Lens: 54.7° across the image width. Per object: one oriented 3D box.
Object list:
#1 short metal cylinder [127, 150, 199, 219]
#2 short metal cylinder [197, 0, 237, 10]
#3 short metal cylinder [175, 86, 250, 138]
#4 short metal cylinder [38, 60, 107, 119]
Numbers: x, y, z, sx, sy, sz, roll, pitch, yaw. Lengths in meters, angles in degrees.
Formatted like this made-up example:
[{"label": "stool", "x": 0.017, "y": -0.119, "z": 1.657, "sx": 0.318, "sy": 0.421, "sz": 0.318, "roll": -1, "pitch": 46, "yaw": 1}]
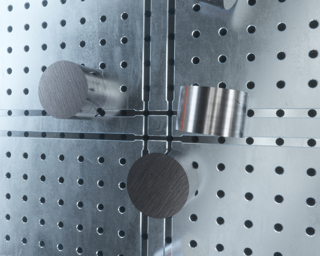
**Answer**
[{"label": "short metal cylinder", "x": 0.005, "y": 0.070, "z": 0.398, "sx": 0.080, "sy": 0.050, "sz": 0.079, "roll": 0, "pitch": 90, "yaw": 20}, {"label": "short metal cylinder", "x": 0.069, "y": -0.185, "z": 0.359, "sx": 0.050, "sy": 0.080, "sz": 0.080, "roll": 26, "pitch": 99, "yaw": 18}, {"label": "short metal cylinder", "x": 0.060, "y": -0.019, "z": 0.362, "sx": 0.080, "sy": 0.080, "sz": 0.050, "roll": 8, "pitch": 93, "yaw": 20}, {"label": "short metal cylinder", "x": -0.124, "y": -0.052, "z": 0.443, "sx": 0.080, "sy": 0.050, "sz": 0.079, "roll": 0, "pitch": 90, "yaw": 20}]
